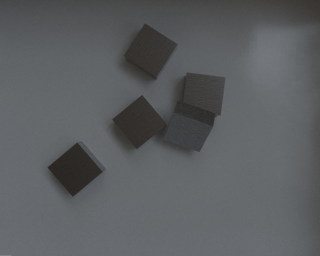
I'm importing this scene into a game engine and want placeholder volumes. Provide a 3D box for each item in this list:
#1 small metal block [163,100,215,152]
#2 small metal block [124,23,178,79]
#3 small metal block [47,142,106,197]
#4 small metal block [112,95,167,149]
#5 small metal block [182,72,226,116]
[{"bbox_3d":[0.037,-0.002,0.398,0.050,0.025,0.050,19,134,0],"label":"small metal block"},{"bbox_3d":[-0.012,-0.101,0.411,0.050,0.025,0.050,33,90,0],"label":"small metal block"},{"bbox_3d":[-0.109,0.053,0.410,0.050,0.025,0.050,-40,90,0],"label":"small metal block"},{"bbox_3d":[-0.026,-0.008,0.411,0.050,0.025,0.050,-40,90,0],"label":"small metal block"},{"bbox_3d":[0.057,-0.044,0.412,0.050,0.025,0.050,7,90,0],"label":"small metal block"}]
